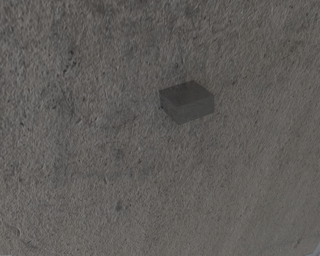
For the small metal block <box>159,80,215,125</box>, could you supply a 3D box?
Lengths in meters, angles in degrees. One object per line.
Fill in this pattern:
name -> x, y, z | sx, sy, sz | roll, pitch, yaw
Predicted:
small metal block -> 0.033, -0.033, 0.387 | 0.050, 0.050, 0.025 | -19, 126, -17
